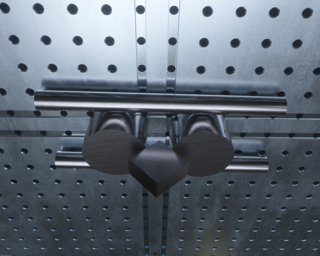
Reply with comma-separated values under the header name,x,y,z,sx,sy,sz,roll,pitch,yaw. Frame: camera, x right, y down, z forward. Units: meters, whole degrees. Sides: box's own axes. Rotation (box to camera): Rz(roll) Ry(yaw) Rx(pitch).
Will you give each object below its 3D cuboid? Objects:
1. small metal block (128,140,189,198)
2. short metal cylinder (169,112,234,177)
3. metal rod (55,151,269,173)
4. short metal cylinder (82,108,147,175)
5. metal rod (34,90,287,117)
name,x,y,z,sx,sy,sz,roll,pitch,yaw
small metal block,-0.002,0.047,0.370,0.050,0.050,0.025,-29,140,-34
short metal cylinder,0.053,0.019,0.408,0.081,0.050,0.079,0,130,0
metal rod,0.004,0.050,0.450,0.302,0.025,0.025,2,130,-2
short metal cylinder,-0.057,0.016,0.404,0.081,0.050,0.079,0,130,0
metal rod,0.002,-0.030,0.381,0.302,0.025,0.025,1,130,-2
